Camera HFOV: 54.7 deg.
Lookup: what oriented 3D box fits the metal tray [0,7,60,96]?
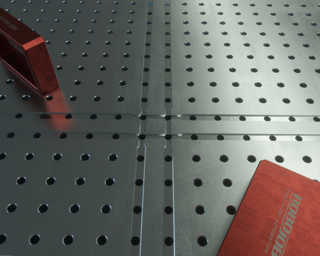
[{"bbox_3d":[-0.209,-0.116,0.459,0.130,0.089,0.030,36,59,26],"label":"metal tray"}]

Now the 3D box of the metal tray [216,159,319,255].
[{"bbox_3d":[0.124,0.103,0.319,0.090,0.030,0.130,24,54,19],"label":"metal tray"}]
